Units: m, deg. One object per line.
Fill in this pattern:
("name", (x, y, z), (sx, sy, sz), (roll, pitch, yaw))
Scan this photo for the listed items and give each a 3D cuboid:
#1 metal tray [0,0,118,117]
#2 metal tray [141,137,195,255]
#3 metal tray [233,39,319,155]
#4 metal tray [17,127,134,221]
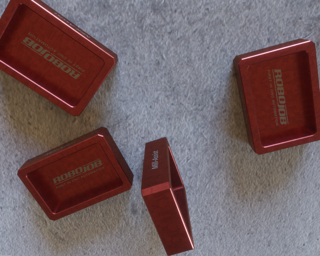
("metal tray", (-0.129, -0.086, 0.373), (0.130, 0.030, 0.090), (34, 106, -12))
("metal tray", (0.009, 0.077, 0.382), (0.030, 0.130, 0.090), (-18, 109, 6))
("metal tray", (0.152, -0.038, 0.395), (0.090, 0.030, 0.129), (-15, 110, 5))
("metal tray", (-0.114, 0.065, 0.429), (0.130, 0.030, 0.090), (-24, 109, 8))
